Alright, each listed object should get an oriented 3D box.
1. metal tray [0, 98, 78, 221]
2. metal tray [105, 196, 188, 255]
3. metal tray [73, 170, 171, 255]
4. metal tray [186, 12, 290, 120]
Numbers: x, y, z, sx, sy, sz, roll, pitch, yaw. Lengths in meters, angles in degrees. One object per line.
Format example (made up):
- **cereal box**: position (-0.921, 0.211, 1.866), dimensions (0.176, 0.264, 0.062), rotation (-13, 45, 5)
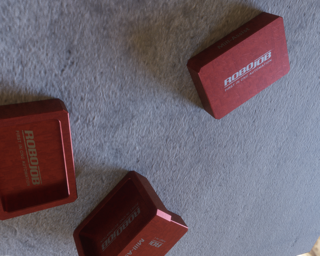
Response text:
- **metal tray**: position (-0.146, 0.036, 0.346), dimensions (0.091, 0.030, 0.129), rotation (-11, 123, -23)
- **metal tray**: position (-0.026, 0.166, 0.494), dimensions (0.090, 0.030, 0.130), rotation (-49, 129, 6)
- **metal tray**: position (-0.055, 0.133, 0.417), dimensions (0.130, 0.090, 0.030), rotation (-47, 129, 4)
- **metal tray**: position (0.109, -0.082, 0.415), dimensions (0.130, 0.030, 0.090), rotation (-34, 129, -6)
